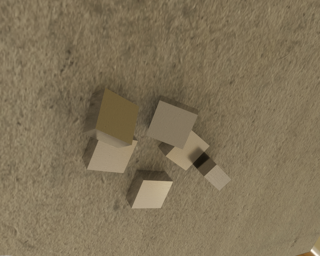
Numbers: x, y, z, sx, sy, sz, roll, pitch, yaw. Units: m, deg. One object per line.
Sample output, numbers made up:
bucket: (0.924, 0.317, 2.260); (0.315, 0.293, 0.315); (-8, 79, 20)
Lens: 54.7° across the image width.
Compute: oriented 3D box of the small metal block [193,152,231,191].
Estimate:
small metal block: (0.074, 0.061, 0.472); (0.025, 0.050, 0.050); (-44, 130, 2)

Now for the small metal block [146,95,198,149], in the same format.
small metal block: (0.016, -0.007, 0.397); (0.050, 0.025, 0.050); (21, 110, -1)

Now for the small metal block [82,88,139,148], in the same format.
small metal block: (-0.055, -0.010, 0.354); (0.050, 0.025, 0.050); (28, 59, -38)

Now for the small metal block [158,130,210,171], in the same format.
small metal block: (0.035, 0.026, 0.444); (0.050, 0.025, 0.050); (-47, 130, 5)

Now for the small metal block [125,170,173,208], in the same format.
small metal block: (-0.016, 0.090, 0.456); (0.050, 0.025, 0.050); (9, 114, -33)

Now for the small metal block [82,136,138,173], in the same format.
small metal block: (-0.063, 0.027, 0.390); (0.050, 0.025, 0.050); (12, 112, -34)
